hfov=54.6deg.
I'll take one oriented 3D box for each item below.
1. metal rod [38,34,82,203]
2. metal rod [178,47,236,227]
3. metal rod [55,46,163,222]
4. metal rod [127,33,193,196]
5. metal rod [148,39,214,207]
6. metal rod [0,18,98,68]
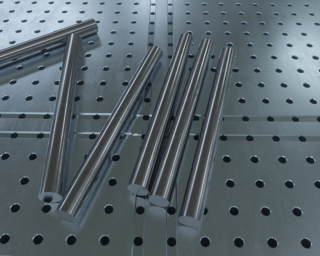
[{"bbox_3d":[-0.134,-0.038,0.438,0.025,0.025,0.300,-4,50,-3],"label":"metal rod"},{"bbox_3d":[0.072,-0.012,0.418,0.025,0.025,0.300,12,51,10],"label":"metal rod"},{"bbox_3d":[-0.053,-0.016,0.420,0.025,0.025,0.301,14,51,11],"label":"metal rod"},{"bbox_3d":[0.010,-0.042,0.443,0.025,0.025,0.300,10,51,9],"label":"metal rod"},{"bbox_3d":[0.039,-0.030,0.433,0.025,0.025,0.300,12,51,10],"label":"metal rod"},{"bbox_3d":[-0.242,-0.120,0.507,0.302,0.025,0.025,-29,56,-22],"label":"metal rod"}]
